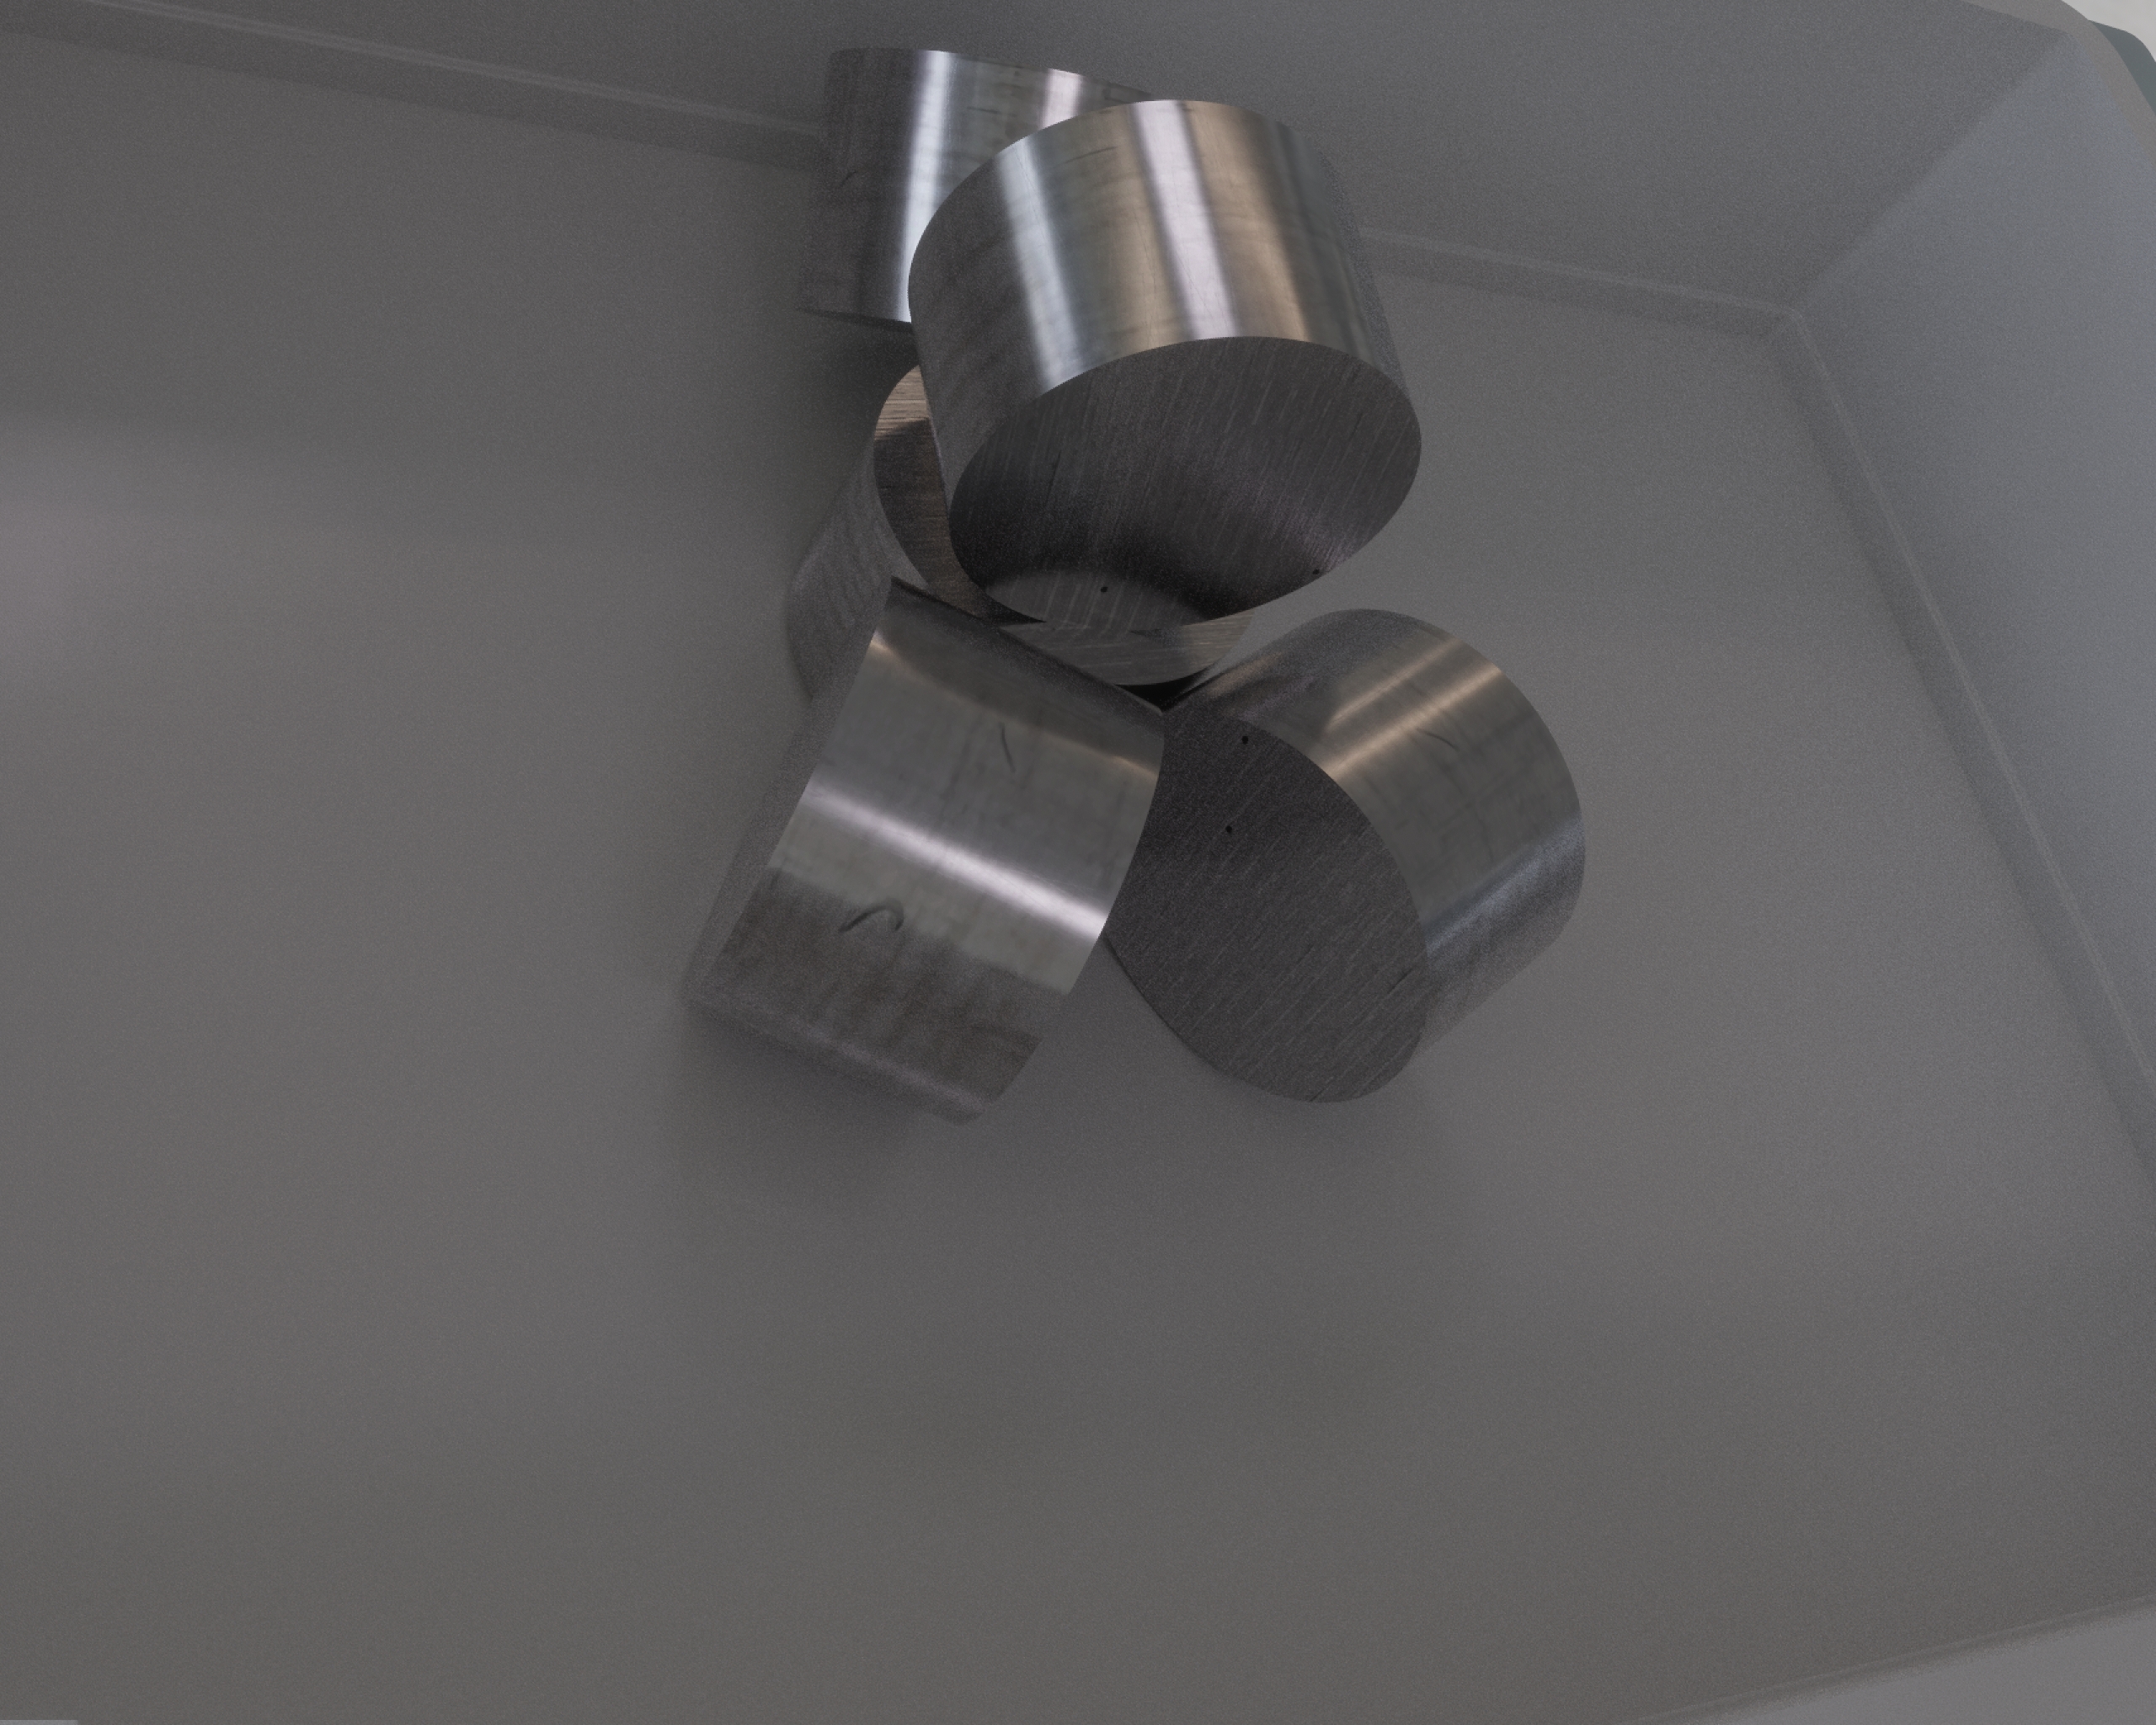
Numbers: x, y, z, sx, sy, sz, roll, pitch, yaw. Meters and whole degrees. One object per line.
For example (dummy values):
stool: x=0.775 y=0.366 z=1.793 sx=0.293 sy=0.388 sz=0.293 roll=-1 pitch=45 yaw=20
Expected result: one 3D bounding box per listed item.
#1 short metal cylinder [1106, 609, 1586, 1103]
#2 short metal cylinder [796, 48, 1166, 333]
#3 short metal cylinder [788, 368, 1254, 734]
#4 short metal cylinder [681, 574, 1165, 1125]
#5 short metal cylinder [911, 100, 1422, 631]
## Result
short metal cylinder: x=0.047 y=-0.002 z=0.395 sx=0.050 sy=0.080 sz=0.080 roll=-33 pitch=80 yaw=-37
short metal cylinder: x=-0.015 y=-0.133 z=0.433 sx=0.081 sy=0.080 sz=0.050 roll=4 pitch=103 yaw=-26
short metal cylinder: x=-0.011 y=-0.056 z=0.414 sx=0.081 sy=0.050 sz=0.080 roll=14 pitch=56 yaw=-21
short metal cylinder: x=-0.027 y=-0.002 z=0.355 sx=0.050 sy=0.080 sz=0.080 roll=26 pitch=53 yaw=-12
short metal cylinder: x=0.014 y=-0.083 z=0.362 sx=0.081 sy=0.080 sz=0.050 roll=3 pitch=61 yaw=-27
